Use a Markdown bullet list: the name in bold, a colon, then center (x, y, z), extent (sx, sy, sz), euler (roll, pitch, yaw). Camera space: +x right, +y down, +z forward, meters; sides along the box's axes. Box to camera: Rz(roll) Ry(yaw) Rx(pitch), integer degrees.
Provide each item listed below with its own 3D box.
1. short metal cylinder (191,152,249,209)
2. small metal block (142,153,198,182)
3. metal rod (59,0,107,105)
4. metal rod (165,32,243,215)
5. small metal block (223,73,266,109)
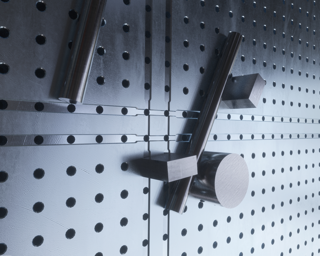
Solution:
- **short metal cylinder**: center (0.090, 0.076, 0.468), extent (0.081, 0.050, 0.079), euler (0, 90, -40)
- **small metal block**: center (0.013, 0.050, 0.404), extent (0.050, 0.050, 0.025), euler (-7, 95, -40)
- **metal rod**: center (-0.067, -0.173, 0.352), extent (0.025, 0.025, 0.299), euler (18, 79, -39)
- **metal rod**: center (0.072, -0.018, 0.469), extent (0.025, 0.025, 0.299), euler (34, 69, -35)
- **small metal block**: center (0.138, -0.060, 0.509), extent (0.025, 0.050, 0.050), euler (39, 66, -33)
